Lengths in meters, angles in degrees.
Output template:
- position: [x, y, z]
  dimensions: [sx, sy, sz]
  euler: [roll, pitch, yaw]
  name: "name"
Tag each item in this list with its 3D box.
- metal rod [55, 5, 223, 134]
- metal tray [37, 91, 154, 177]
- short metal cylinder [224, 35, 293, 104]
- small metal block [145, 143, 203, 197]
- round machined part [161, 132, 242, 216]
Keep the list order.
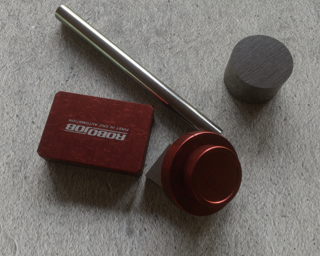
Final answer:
- position: [-0.037, -0.081, 0.437]
  dimensions: [0.300, 0.025, 0.025]
  euler: [40, 75, 13]
  name: "metal rod"
- position: [-0.080, 0.007, 0.402]
  dimensions: [0.131, 0.030, 0.090]
  euler: [9, 70, 3]
  name: "metal tray"
- position: [0.133, -0.079, 0.425]
  dimensions: [0.081, 0.050, 0.080]
  euler: [0, 70, 0]
  name: "short metal cylinder"
- position: [0.017, 0.056, 0.388]
  dimensions: [0.050, 0.025, 0.050]
  euler: [35, 74, 12]
  name: "small metal block"
- position: [0.054, 0.053, 0.356]
  dimensions: [0.099, 0.042, 0.097]
  euler: [-1, 92, -26]
  name: "round machined part"
